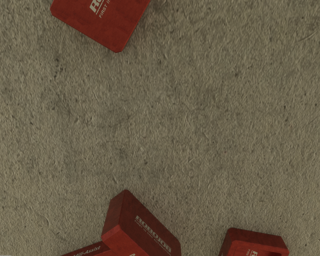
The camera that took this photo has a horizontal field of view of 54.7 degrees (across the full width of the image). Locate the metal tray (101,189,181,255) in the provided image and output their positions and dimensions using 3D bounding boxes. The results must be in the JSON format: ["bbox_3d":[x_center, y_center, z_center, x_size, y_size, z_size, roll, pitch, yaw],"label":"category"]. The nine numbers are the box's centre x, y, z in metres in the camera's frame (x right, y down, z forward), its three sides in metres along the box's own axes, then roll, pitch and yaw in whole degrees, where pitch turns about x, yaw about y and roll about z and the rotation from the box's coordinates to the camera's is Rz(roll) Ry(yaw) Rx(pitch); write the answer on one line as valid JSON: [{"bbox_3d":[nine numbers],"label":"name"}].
[{"bbox_3d":[-0.020,0.158,0.433,0.030,0.090,0.130,-38,106,13],"label":"metal tray"}]

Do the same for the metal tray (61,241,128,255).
[{"bbox_3d":[-0.095,0.229,0.490,0.130,0.030,0.090,-22,109,8],"label":"metal tray"}]

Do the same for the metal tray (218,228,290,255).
[{"bbox_3d":[0.137,0.226,0.491,0.091,0.030,0.129,12,110,-5],"label":"metal tray"}]

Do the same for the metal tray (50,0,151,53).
[{"bbox_3d":[-0.052,-0.163,0.346,0.090,0.030,0.129,30,107,-11],"label":"metal tray"}]
